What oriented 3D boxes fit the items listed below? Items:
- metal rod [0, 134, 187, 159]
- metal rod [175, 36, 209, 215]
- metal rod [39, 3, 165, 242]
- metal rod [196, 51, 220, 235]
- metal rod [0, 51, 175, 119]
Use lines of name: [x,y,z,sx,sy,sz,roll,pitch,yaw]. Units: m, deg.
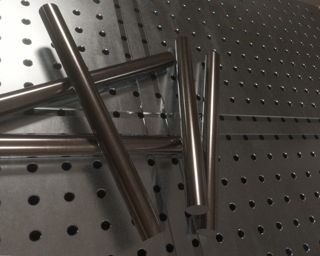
metal rod: [-0.096,0.020,0.344,0.303,0.025,0.025,1,61,-28]
metal rod: [0.039,-0.029,0.423,0.025,0.025,0.300,16,47,-19]
metal rod: [-0.073,-0.020,0.348,0.025,0.025,0.299,-16,70,-35]
metal rod: [0.073,0.000,0.449,0.025,0.025,0.300,20,54,-17]
metal rod: [-0.096,-0.057,0.391,0.302,0.025,0.025,-25,75,-37]
